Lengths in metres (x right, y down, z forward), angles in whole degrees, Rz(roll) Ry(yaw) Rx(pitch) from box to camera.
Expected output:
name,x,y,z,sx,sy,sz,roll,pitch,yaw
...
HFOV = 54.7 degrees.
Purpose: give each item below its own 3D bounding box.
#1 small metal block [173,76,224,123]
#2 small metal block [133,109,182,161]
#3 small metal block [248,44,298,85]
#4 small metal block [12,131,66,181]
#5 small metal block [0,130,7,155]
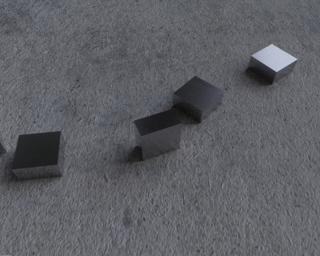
name,x,y,z,sx,sy,sz,roll,pitch,yaw
small metal block,0.054,-0.041,0.438,0.050,0.025,0.050,34,58,25
small metal block,-0.003,0.009,0.379,0.050,0.050,0.025,-18,53,-14
small metal block,0.177,-0.102,0.490,0.050,0.025,0.050,-31,57,-23
small metal block,-0.144,0.033,0.374,0.050,0.025,0.050,-6,50,-5
small metal block,-0.228,0.016,0.388,0.050,0.025,0.050,-23,54,-19
